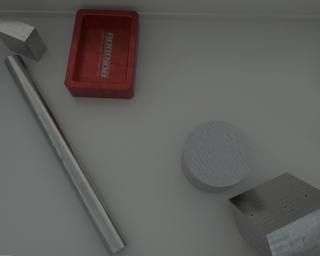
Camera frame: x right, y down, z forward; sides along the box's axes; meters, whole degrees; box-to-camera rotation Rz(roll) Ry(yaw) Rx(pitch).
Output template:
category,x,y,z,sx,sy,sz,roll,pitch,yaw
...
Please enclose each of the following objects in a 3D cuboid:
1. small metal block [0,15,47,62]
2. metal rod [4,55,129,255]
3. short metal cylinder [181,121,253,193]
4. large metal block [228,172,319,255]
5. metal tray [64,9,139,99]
category,x,y,z,sx,sy,sz,roll,pitch,yaw
small metal block,-0.197,-0.126,0.440,0.050,0.050,0.025,23,72,8
metal rod,-0.128,0.023,0.399,0.025,0.025,0.299,-31,73,-11
short metal cylinder,0.068,0.037,0.384,0.081,0.050,0.080,0,70,0
large metal block,0.135,0.099,0.338,0.080,0.080,0.050,-23,105,-8
metal tray,-0.079,-0.108,0.445,0.091,0.030,0.130,3,70,0
